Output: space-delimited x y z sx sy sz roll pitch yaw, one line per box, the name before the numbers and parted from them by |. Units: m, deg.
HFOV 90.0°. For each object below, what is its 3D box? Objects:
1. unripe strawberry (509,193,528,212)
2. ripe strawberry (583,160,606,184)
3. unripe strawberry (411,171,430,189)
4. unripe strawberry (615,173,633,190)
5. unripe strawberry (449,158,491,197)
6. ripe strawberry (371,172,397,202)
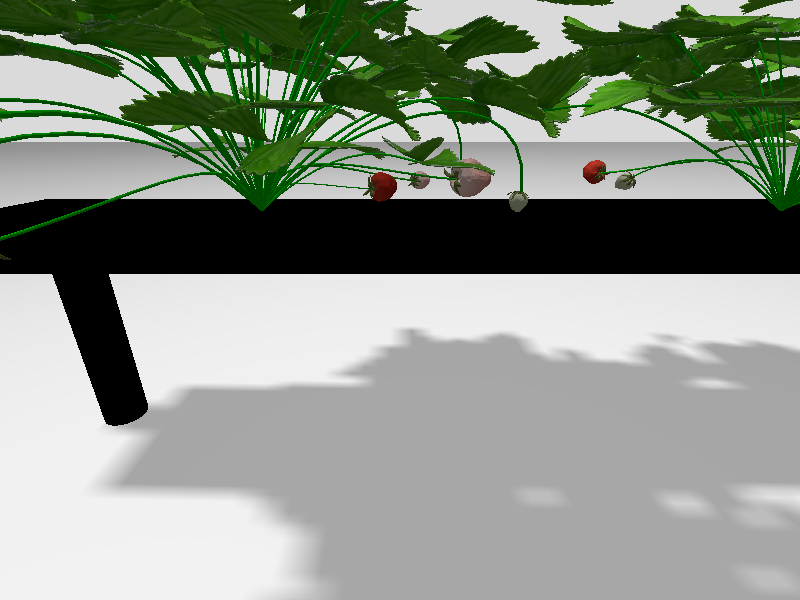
unripe strawberry | 0.092 -0.076 0.312 0.015 0.015 0.014 4 23 8
ripe strawberry | 0.254 -0.169 0.528 0.028 0.030 0.030 -8 24 -19
unripe strawberry | 0.025 -0.140 0.467 0.020 0.020 0.023 -19 30 -39
unripe strawberry | 0.259 -0.136 0.464 0.018 0.019 0.020 -12 -4 -26
unripe strawberry | 0.073 -0.124 0.406 0.038 0.038 0.042 -8 24 -19
ripe strawberry | -0.015 -0.108 0.384 0.026 0.028 0.024 -9 25 -22
